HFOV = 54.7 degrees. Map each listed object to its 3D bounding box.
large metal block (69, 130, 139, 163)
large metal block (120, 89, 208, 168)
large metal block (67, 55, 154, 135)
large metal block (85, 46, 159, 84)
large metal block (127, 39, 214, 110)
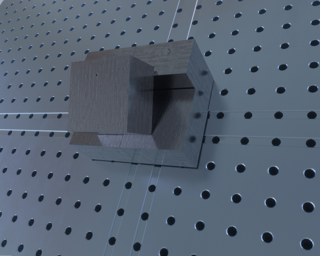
[{"bbox_3d":[-0.064,-0.001,0.422,0.080,0.050,0.080,1,62,28],"label":"large metal block"},{"bbox_3d":[0.007,0.000,0.384,0.080,0.050,0.080,1,62,28],"label":"large metal block"},{"bbox_3d":[-0.056,-0.034,0.355,0.080,0.050,0.080,0,86,28],"label":"large metal block"},{"bbox_3d":[-0.055,-0.066,0.439,0.080,0.080,0.050,1,62,28],"label":"large metal block"},{"bbox_3d":[0.016,-0.064,0.402,0.080,0.080,0.050,1,62,28],"label":"large metal block"}]
